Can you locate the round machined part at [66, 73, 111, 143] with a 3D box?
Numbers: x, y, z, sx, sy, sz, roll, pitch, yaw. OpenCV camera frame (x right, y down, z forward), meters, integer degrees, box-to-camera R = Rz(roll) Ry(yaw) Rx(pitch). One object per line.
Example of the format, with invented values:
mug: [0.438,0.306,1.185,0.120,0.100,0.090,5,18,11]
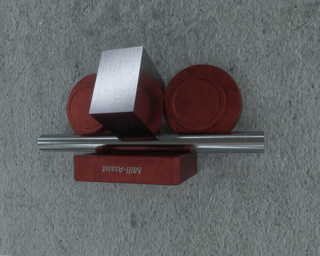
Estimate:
round machined part: [-0.088,-0.027,0.429,0.098,0.042,0.097,0,90,19]

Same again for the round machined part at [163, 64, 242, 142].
round machined part: [0.050,-0.030,0.382,0.098,0.042,0.097,0,90,19]

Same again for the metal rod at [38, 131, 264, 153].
metal rod: [-0.025,0.019,0.396,0.301,0.025,0.025,-1,90,19]

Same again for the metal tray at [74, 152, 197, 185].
metal tray: [-0.027,0.046,0.384,0.130,0.090,0.030,-1,90,19]

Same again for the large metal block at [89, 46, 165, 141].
large metal block: [-0.033,-0.036,0.363,0.050,0.080,0.080,-2,66,19]
